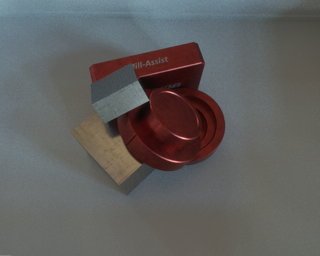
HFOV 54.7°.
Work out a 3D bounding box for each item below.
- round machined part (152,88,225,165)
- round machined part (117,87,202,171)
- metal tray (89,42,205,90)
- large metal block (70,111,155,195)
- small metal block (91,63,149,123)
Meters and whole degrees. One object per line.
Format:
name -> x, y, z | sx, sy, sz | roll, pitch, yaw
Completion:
round machined part -> 0.031, 0.001, 0.400 | 0.099, 0.042, 0.098 | 0, 70, -1
round machined part -> 0.007, -0.005, 0.340 | 0.099, 0.042, 0.098 | 24, 43, -24
metal tray -> -0.015, -0.059, 0.394 | 0.131, 0.090, 0.030 | -14, 72, -6
large metal block -> -0.051, 0.029, 0.368 | 0.050, 0.080, 0.080 | -42, 76, -14
small metal block -> -0.043, -0.038, 0.323 | 0.050, 0.025, 0.050 | -27, 33, 3
